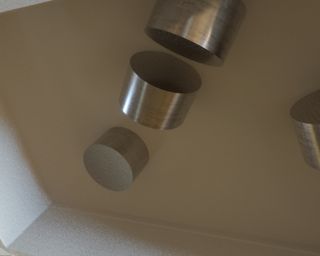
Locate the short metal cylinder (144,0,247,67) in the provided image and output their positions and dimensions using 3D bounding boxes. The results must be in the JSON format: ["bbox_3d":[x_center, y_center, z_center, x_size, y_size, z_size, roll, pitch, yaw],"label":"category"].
[{"bbox_3d":[0.032,-0.097,0.286,0.080,0.080,0.050,25,94,12],"label":"short metal cylinder"}]

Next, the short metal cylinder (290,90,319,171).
[{"bbox_3d":[0.168,-0.002,0.284,0.080,0.080,0.050,-12,112,33],"label":"short metal cylinder"}]

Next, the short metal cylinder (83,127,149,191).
[{"bbox_3d":[-0.063,0.045,0.452,0.080,0.050,0.079,13,124,20],"label":"short metal cylinder"}]

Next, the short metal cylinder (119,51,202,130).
[{"bbox_3d":[-0.001,-0.043,0.346,0.080,0.080,0.050,30,128,9],"label":"short metal cylinder"}]
